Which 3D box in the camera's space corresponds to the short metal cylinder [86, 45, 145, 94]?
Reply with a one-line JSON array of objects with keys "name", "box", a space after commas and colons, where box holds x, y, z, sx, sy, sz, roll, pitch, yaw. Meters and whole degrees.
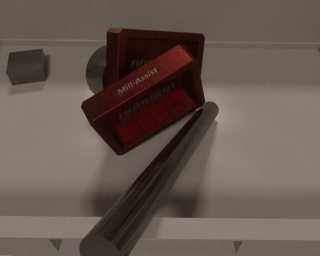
[{"name": "short metal cylinder", "box": [-0.052, -0.070, 0.419, 0.081, 0.080, 0.050, -32, 34, -24]}]

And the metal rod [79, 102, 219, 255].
[{"name": "metal rod", "box": [0.019, 0.021, 0.296, 0.025, 0.025, 0.301, 18, 23, 14]}]

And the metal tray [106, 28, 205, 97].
[{"name": "metal tray", "box": [-0.004, -0.079, 0.400, 0.131, 0.089, 0.030, -9, 22, -35]}]

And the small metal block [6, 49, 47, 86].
[{"name": "small metal block", "box": [-0.206, -0.096, 0.483, 0.050, 0.025, 0.050, -9, 51, -8]}]

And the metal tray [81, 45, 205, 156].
[{"name": "metal tray", "box": [-0.013, -0.028, 0.363, 0.130, 0.090, 0.030, -32, 59, -4]}]
